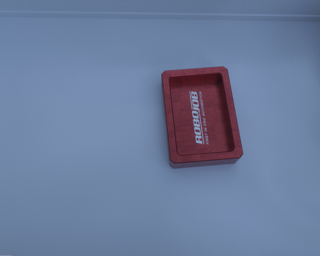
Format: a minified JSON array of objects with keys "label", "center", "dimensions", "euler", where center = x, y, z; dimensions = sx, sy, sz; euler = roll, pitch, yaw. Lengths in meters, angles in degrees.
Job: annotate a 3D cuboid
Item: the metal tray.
[{"label":"metal tray","center":[0.052,-0.016,0.412],"dimensions":[0.091,0.030,0.130],"euler":[-5,70,-2]}]
